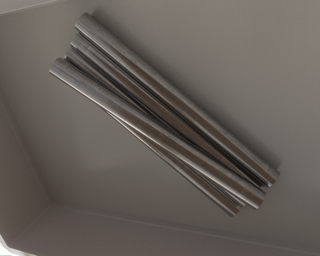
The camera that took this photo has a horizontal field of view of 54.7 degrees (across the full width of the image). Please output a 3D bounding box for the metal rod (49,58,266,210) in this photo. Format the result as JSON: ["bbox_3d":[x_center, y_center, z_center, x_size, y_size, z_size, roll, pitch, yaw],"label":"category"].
[{"bbox_3d":[-0.007,0.003,0.380,0.301,0.025,0.025,33,129,6],"label":"metal rod"}]

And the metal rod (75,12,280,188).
[{"bbox_3d":[0.020,-0.034,0.375,0.300,0.025,0.025,40,129,1],"label":"metal rod"}]

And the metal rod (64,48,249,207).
[{"bbox_3d":[-0.002,-0.003,0.407,0.300,0.025,0.025,40,129,1],"label":"metal rod"}]

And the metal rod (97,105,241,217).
[{"bbox_3d":[-0.012,0.015,0.422,0.300,0.025,0.025,40,129,1],"label":"metal rod"}]

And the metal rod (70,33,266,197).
[{"bbox_3d":[0.011,-0.017,0.391,0.300,0.025,0.025,40,129,1],"label":"metal rod"}]
